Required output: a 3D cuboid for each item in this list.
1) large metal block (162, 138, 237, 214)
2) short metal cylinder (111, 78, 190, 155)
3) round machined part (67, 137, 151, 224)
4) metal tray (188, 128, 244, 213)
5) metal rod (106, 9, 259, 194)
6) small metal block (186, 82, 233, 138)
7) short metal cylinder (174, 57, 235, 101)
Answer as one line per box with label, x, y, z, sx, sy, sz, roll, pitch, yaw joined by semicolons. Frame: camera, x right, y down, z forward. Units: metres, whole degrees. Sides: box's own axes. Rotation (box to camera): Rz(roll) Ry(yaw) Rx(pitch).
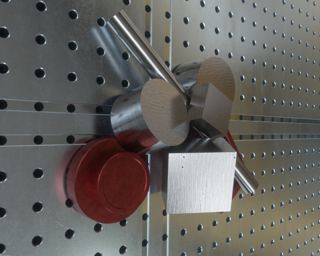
large metal block;0.046;0.059;0.393;0.081;0.050;0.079;-1;107;-7
short metal cylinder;-0.010;-0.012;0.365;0.080;0.050;0.080;22;58;-41
round machined part;-0.050;0.059;0.351;0.099;0.042;0.097;0;90;-40
metal tray;0.080;0.052;0.468;0.090;0.030;0.130;-44;117;-31
metal rod;0.040;-0.022;0.406;0.300;0.025;0.025;49;60;-18
small metal block;0.063;-0.021;0.389;0.050;0.025;0.050;33;62;-35
short metal cylinder;0.062;-0.057;0.441;0.081;0.050;0.079;0;90;-40
